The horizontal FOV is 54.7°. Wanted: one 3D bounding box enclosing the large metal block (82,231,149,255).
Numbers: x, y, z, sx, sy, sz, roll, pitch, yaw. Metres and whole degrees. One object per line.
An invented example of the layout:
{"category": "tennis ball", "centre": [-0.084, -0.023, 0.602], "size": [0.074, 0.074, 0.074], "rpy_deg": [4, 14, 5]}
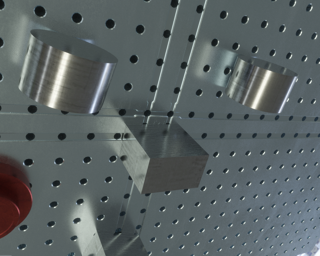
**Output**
{"category": "large metal block", "centre": [-0.062, 0.208, 0.470], "size": [0.080, 0.080, 0.050], "rpy_deg": [21, 107, -36]}

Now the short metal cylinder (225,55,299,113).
{"category": "short metal cylinder", "centre": [0.133, -0.059, 0.411], "size": [0.081, 0.080, 0.050], "rpy_deg": [2, 118, -29]}

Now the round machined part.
{"category": "round machined part", "centre": [-0.197, 0.090, 0.349], "size": [0.099, 0.042, 0.097], "rpy_deg": [-14, 124, -21]}

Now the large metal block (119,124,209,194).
{"category": "large metal block", "centre": [0.002, 0.036, 0.399], "size": [0.081, 0.080, 0.050], "rpy_deg": [0, 119, -28]}

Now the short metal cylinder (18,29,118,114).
{"category": "short metal cylinder", "centre": [-0.086, -0.054, 0.295], "size": [0.081, 0.080, 0.050], "rpy_deg": [10, 114, -33]}
